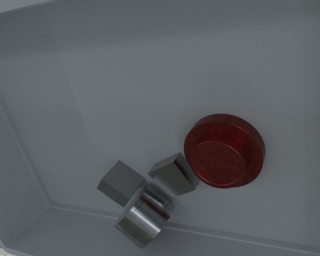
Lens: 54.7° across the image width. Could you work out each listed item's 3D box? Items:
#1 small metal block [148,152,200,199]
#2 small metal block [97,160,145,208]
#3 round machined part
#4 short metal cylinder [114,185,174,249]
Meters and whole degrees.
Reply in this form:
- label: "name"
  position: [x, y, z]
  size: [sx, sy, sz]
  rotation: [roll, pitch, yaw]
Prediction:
- label: "small metal block"
  position: [0.020, 0.068, 0.439]
  size: [0.050, 0.025, 0.050]
  rotation: [-30, 102, 37]
- label: "small metal block"
  position: [-0.059, 0.085, 0.474]
  size: [0.050, 0.050, 0.025]
  rotation: [35, 129, 5]
- label: "round machined part"
  position: [0.075, 0.035, 0.379]
  size: [0.098, 0.042, 0.097]
  rotation: [13, 124, 20]
- label: "short metal cylinder"
  position: [-0.023, 0.132, 0.465]
  size: [0.050, 0.080, 0.080]
  rotation: [40, 129, 1]
